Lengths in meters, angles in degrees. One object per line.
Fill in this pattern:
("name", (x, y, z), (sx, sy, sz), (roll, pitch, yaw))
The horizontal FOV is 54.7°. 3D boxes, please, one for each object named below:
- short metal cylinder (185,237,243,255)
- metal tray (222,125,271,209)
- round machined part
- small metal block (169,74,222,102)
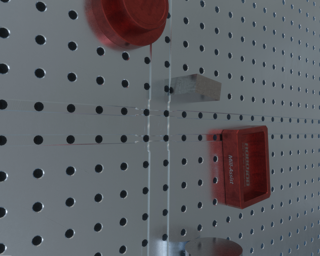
("short metal cylinder", (0.076, 0.194, 0.438), (0.081, 0.080, 0.050), (-1, 91, -40))
("metal tray", (0.150, 0.063, 0.532), (0.091, 0.030, 0.129), (-7, 94, -40))
("round machined part", (-0.028, -0.149, 0.375), (0.099, 0.042, 0.097), (0, 90, -40))
("small metal block", (0.050, -0.055, 0.435), (0.050, 0.050, 0.025), (12, 83, -40))
